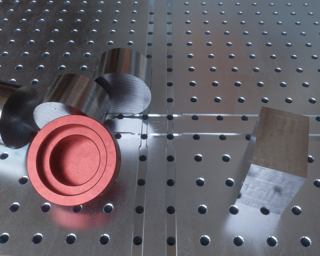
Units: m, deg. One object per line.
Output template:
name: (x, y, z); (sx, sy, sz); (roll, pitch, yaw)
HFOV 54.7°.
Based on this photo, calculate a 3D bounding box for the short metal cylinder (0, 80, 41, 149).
short metal cylinder: (-0.193, -0.018, 0.386); (0.050, 0.080, 0.080); (13, 51, 10)

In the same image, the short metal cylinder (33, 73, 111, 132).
short metal cylinder: (-0.108, -0.021, 0.389); (0.080, 0.080, 0.050); (8, 51, 7)

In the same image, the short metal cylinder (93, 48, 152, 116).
short metal cylinder: (-0.051, -0.061, 0.423); (0.081, 0.080, 0.050); (1, 50, 0)

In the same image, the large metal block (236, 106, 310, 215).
large metal block: (0.123, 0.036, 0.342); (0.050, 0.080, 0.080); (15, 52, 12)

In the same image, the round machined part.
round machined part: (-0.092, 0.037, 0.348); (0.099, 0.042, 0.098); (-1, 78, 5)
